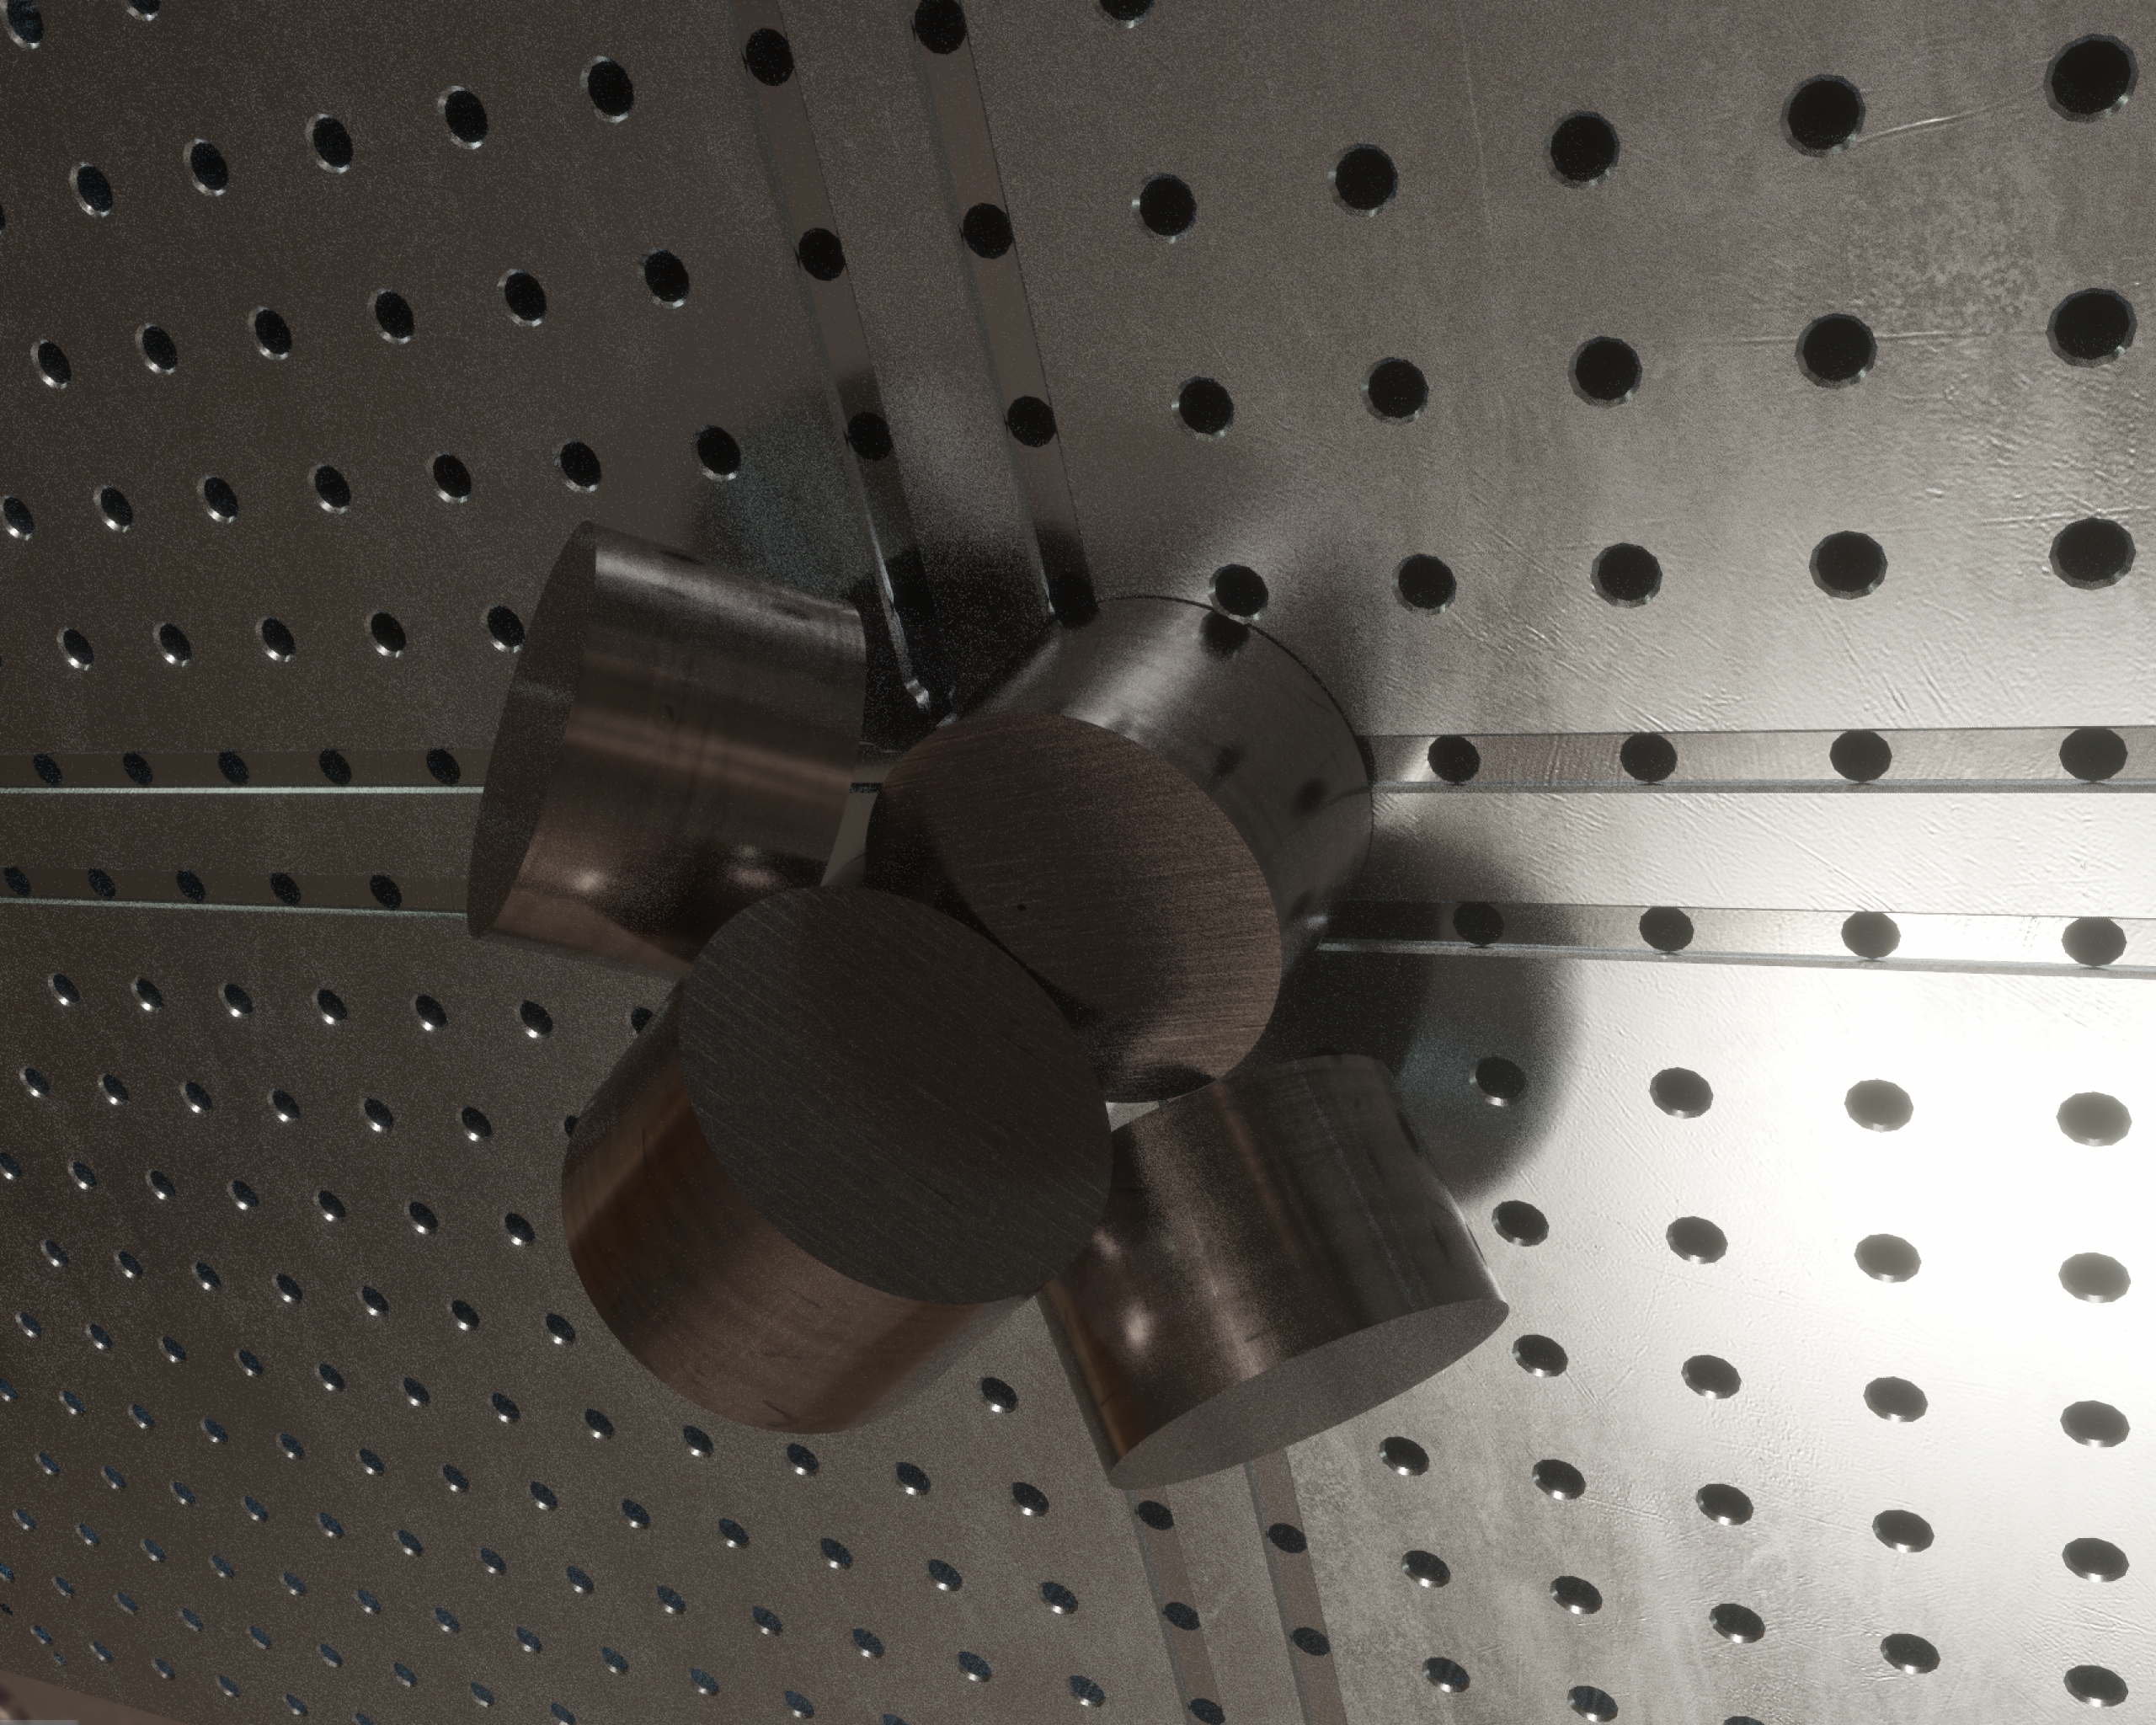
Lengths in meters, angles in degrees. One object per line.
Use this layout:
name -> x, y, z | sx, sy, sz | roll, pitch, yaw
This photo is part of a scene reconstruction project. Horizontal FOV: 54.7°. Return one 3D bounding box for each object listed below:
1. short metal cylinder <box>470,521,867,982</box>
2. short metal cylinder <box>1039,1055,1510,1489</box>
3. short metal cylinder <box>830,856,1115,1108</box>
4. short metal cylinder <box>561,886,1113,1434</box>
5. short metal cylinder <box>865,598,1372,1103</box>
short metal cylinder -> -0.079, -0.019, 0.395 | 0.050, 0.080, 0.080 | 15, 133, -23
short metal cylinder -> 0.034, 0.078, 0.396 | 0.080, 0.081, 0.050 | -47, 56, 39
short metal cylinder -> -0.035, 0.043, 0.438 | 0.080, 0.050, 0.079 | 13, 124, 20
short metal cylinder -> -0.041, 0.051, 0.361 | 0.080, 0.080, 0.050 | 41, 129, -1
short metal cylinder -> 0.008, -0.002, 0.387 | 0.080, 0.050, 0.079 | 13, 124, 20
